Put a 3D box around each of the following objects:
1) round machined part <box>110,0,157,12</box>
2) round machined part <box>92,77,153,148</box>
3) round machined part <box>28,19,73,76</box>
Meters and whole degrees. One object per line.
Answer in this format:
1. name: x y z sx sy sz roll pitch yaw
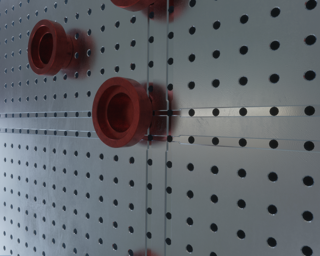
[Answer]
1. round machined part: -0.027 -0.208 0.422 0.098 0.042 0.097 0 90 40
2. round machined part: -0.049 -0.021 0.440 0.098 0.042 0.097 0 90 40
3. round machined part: -0.195 -0.142 0.562 0.098 0.042 0.097 0 90 40
